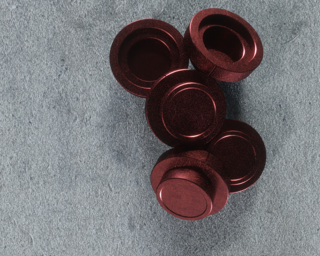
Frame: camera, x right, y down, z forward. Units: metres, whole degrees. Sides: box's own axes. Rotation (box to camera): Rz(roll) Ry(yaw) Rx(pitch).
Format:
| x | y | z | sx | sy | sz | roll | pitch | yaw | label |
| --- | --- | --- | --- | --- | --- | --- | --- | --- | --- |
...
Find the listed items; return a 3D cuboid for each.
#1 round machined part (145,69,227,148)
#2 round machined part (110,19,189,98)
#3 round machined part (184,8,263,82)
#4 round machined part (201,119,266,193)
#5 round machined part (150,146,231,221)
| x | y | z | sx | sy | sz | roll | pitch | yaw | label |
| --- | --- | --- | --- | --- | --- | --- | --- | --- | --- |
| 0.033 | -0.021 | 0.370 | 0.099 | 0.042 | 0.097 | -2 | 101 | -8 | round machined part |
| -0.013 | -0.087 | 0.402 | 0.099 | 0.042 | 0.097 | 0 | 90 | -1 | round machined part |
| 0.075 | -0.099 | 0.390 | 0.099 | 0.042 | 0.098 | 8 | 63 | -16 | round machined part |
| 0.090 | 0.037 | 0.404 | 0.099 | 0.042 | 0.097 | 0 | 90 | -1 | round machined part |
| 0.034 | 0.074 | 0.378 | 0.098 | 0.042 | 0.097 | 11 | 125 | 16 | round machined part |
